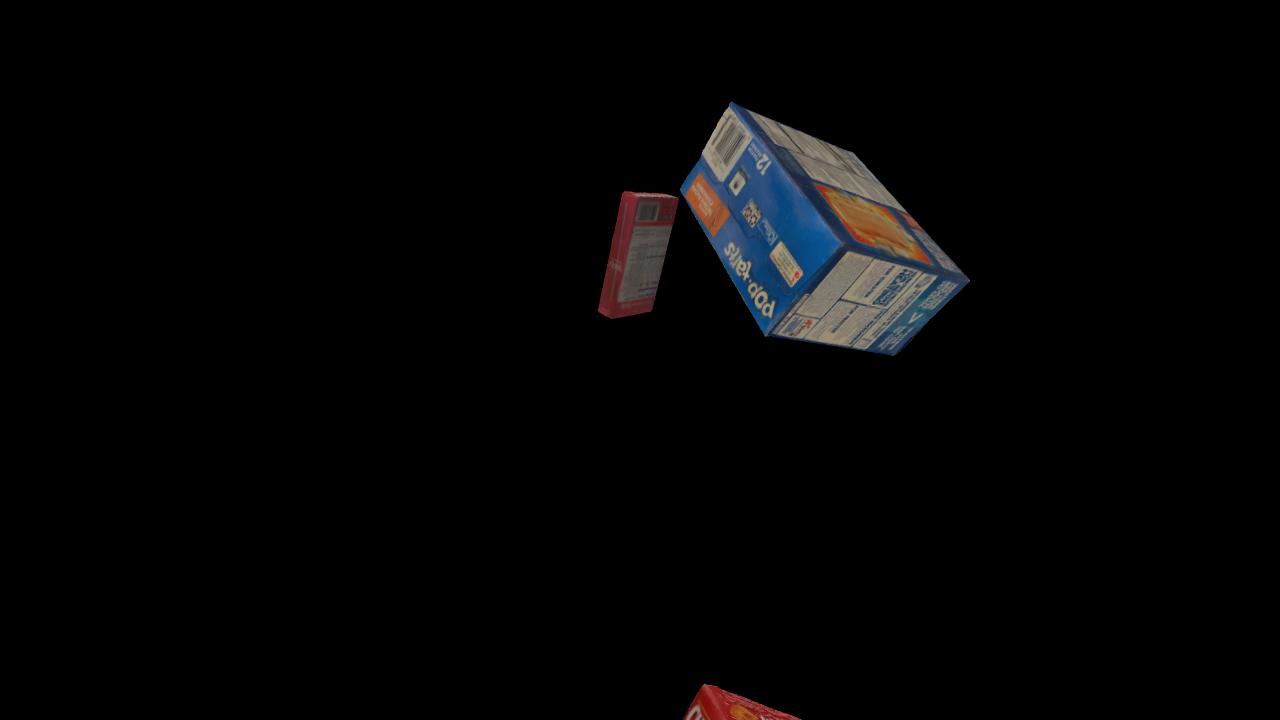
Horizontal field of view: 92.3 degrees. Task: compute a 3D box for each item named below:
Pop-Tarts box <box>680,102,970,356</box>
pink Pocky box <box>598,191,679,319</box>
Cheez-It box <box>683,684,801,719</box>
[{"bbox_3d":[0.131,-0.096,0.462,0.141,0.167,0.083,5,-44,-33],"label":"Pop-Tarts box"},{"bbox_3d":[-0.003,-0.131,0.769,0.029,0.155,0.084,29,27,32],"label":"pink Pocky box"},{"bbox_3d":[0.056,0.341,0.394,0.166,0.223,0.071,31,1,-24],"label":"Cheez-It box"}]
